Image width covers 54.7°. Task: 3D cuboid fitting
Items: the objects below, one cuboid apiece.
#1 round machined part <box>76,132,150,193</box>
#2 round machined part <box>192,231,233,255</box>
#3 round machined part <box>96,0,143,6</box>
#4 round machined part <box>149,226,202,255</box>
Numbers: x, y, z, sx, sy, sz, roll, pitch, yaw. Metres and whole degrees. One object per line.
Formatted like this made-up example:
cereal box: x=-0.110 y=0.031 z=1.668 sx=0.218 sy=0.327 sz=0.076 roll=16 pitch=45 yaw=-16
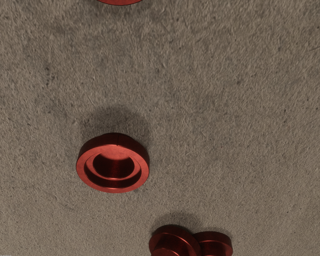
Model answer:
round machined part: x=-0.064 y=0.044 z=0.433 sx=0.099 sy=0.042 sz=0.097 roll=-1 pitch=130 yaw=0
round machined part: x=0.094 y=0.248 z=0.609 sx=0.099 sy=0.042 sz=0.097 roll=-1 pitch=130 yaw=0
round machined part: x=-0.038 y=-0.154 z=0.265 sx=0.099 sy=0.042 sz=0.097 roll=-1 pitch=130 yaw=0
round machined part: x=0.023 y=0.232 z=0.568 sx=0.098 sy=0.042 sz=0.097 roll=11 pitch=119 yaw=21
